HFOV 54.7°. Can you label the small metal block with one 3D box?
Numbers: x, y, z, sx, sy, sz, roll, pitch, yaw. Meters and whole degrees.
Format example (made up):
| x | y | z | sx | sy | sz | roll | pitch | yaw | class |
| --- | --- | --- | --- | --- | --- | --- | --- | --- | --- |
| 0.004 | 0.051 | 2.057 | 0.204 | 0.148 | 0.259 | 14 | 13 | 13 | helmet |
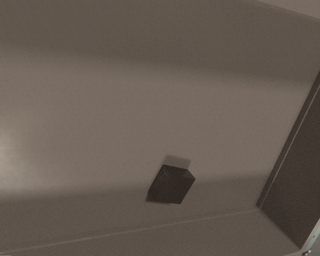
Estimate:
| x | y | z | sx | sy | sz | roll | pitch | yaw | class |
| --- | --- | --- | --- | --- | --- | --- | --- | --- | --- |
| 0.018 | 0.087 | 0.475 | 0.050 | 0.025 | 0.050 | 16 | 110 | -35 | small metal block |
